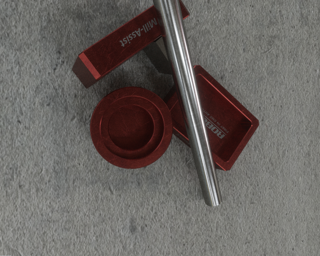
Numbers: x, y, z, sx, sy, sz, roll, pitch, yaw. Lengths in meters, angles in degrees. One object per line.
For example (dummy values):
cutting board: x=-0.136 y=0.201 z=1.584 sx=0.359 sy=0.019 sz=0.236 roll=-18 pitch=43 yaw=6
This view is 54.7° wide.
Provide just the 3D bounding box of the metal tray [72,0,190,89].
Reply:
metal tray: x=-0.037 y=-0.099 z=0.362 sx=0.131 sy=0.090 sz=0.030 roll=-39 pitch=103 yaw=-16

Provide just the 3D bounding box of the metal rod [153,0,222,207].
metal rod: x=0.038 y=-0.021 z=0.369 sx=0.025 sy=0.025 sz=0.298 roll=-28 pitch=121 yaw=-18

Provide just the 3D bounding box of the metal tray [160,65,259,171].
metal tray: x=0.067 y=-0.013 z=0.434 sx=0.130 sy=0.030 sz=0.090 roll=40 pitch=77 yaw=-16

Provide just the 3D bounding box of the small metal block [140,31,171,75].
small metal block: x=0.006 y=-0.096 z=0.395 sx=0.025 sy=0.050 sz=0.050 roll=-44 pitch=119 yaw=-12

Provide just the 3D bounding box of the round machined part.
round machined part: x=-0.037 y=-0.001 z=0.385 sx=0.099 sy=0.042 sz=0.097 roll=-1 pitch=93 yaw=-14
